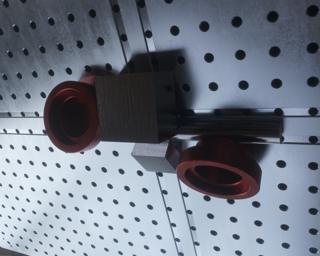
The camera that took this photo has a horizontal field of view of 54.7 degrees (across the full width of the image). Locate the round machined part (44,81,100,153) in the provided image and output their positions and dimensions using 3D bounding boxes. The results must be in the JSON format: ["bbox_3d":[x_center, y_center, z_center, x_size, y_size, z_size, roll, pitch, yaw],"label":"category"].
[{"bbox_3d":[-0.112,-0.015,0.433,0.098,0.042,0.097,1,93,28],"label":"round machined part"}]

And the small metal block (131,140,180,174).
[{"bbox_3d":[-0.003,0.039,0.425,0.050,0.025,0.050,1,148,28],"label":"small metal block"}]

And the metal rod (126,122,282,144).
[{"bbox_3d":[0.002,0.004,0.414,0.300,0.025,0.025,1,119,27],"label":"metal rod"}]

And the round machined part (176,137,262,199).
[{"bbox_3d":[0.072,0.046,0.375,0.098,0.042,0.098,14,148,9],"label":"round machined part"}]

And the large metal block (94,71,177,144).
[{"bbox_3d":[-0.028,-0.026,0.379,0.080,0.050,0.079,1,101,27],"label":"large metal block"}]
